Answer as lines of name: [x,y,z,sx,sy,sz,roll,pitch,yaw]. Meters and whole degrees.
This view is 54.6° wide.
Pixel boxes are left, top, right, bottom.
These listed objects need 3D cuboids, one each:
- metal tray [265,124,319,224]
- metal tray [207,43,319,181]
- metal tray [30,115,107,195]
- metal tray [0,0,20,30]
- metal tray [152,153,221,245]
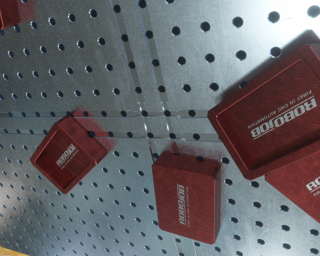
metal tray: [0.191,0.040,0.332,0.090,0.030,0.129,39,129,1]
metal tray: [0.121,-0.011,0.314,0.129,0.030,0.090,-38,79,42]
metal tray: [-0.157,0.049,0.522,0.090,0.030,0.129,45,129,-4]
metal tray: [-0.241,-0.205,0.410,0.090,0.030,0.129,17,125,18]
metal tray: [0.040,0.104,0.452,0.090,0.030,0.129,9,122,23]
